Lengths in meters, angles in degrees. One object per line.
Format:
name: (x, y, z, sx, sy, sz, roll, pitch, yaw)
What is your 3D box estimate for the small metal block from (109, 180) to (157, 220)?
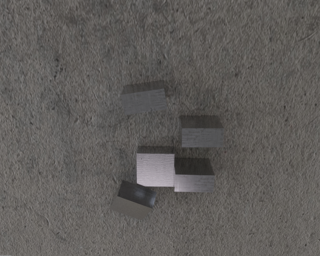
small metal block: (-0.039, 0.102, 0.435, 0.050, 0.025, 0.050, 22, 141, -8)

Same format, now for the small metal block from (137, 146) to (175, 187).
small metal block: (-0.006, 0.053, 0.429, 0.050, 0.025, 0.050, 1, 110, 0)

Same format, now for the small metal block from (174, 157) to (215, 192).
small metal block: (0.044, 0.063, 0.420, 0.050, 0.050, 0.025, 2, 110, -1)

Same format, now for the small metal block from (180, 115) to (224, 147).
small metal block: (0.052, 0.003, 0.398, 0.050, 0.050, 0.025, 0, 110, 0)

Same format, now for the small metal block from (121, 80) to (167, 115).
small metal block: (-0.018, -0.039, 0.382, 0.050, 0.050, 0.025, -8, 110, 3)
